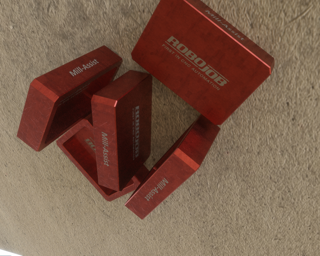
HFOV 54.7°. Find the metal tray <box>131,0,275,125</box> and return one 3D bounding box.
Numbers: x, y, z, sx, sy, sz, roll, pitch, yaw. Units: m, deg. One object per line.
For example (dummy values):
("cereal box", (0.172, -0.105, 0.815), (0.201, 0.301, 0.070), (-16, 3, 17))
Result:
("metal tray", (0.043, -0.075, 0.335), (0.130, 0.030, 0.089), (39, 129, 1))

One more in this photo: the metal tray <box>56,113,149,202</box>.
("metal tray", (-0.089, 0.046, 0.478), (0.090, 0.030, 0.130), (-32, 101, 38))

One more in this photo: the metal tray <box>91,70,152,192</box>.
("metal tray", (-0.044, 0.003, 0.389), (0.030, 0.090, 0.129), (15, 125, 19))

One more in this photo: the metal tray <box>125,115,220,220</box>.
("metal tray", (0.014, 0.049, 0.388), (0.030, 0.090, 0.129), (40, 129, 1))

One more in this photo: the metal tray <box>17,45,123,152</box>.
("metal tray", (-0.103, -0.039, 0.369), (0.030, 0.131, 0.089), (37, 129, 3))
